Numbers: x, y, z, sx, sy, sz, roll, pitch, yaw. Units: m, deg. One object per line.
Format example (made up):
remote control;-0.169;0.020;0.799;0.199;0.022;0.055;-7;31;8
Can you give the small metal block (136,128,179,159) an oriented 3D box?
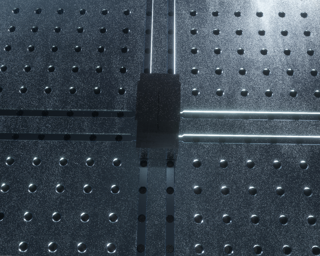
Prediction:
small metal block;-0.003;0.021;0.391;0.050;0.050;0.025;1;70;1

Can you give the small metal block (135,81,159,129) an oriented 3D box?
small metal block;-0.015;-0.023;0.380;0.025;0.050;0.050;2;70;1

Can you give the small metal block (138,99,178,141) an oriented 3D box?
small metal block;-0.002;-0.010;0.415;0.050;0.025;0.050;1;70;2

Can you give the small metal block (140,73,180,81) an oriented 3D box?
small metal block;-0.001;-0.050;0.416;0.050;0.050;0.025;2;70;1

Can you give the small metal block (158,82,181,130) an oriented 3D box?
small metal block;0.012;-0.023;0.380;0.025;0.050;0.050;1;70;2
